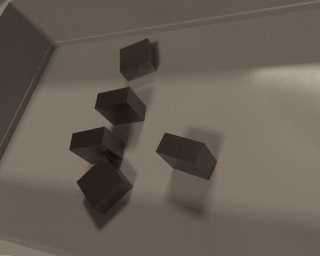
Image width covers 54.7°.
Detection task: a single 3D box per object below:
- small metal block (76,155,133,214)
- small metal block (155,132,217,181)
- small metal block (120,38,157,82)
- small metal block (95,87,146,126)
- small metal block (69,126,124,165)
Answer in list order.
[{"bbox_3d":[-0.071,0.072,0.397,0.050,0.025,0.050,-44,51,-3],"label":"small metal block"},{"bbox_3d":[0.031,0.033,0.352,0.050,0.050,0.025,15,70,34],"label":"small metal block"},{"bbox_3d":[-0.035,-0.107,0.488,0.050,0.025,0.050,-17,55,18],"label":"small metal block"},{"bbox_3d":[-0.054,-0.029,0.434,0.050,0.050,0.025,-9,58,23],"label":"small metal block"},{"bbox_3d":[-0.084,0.025,0.416,0.050,0.050,0.025,-12,57,21],"label":"small metal block"}]
